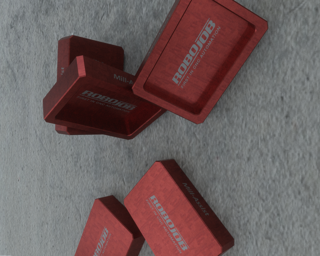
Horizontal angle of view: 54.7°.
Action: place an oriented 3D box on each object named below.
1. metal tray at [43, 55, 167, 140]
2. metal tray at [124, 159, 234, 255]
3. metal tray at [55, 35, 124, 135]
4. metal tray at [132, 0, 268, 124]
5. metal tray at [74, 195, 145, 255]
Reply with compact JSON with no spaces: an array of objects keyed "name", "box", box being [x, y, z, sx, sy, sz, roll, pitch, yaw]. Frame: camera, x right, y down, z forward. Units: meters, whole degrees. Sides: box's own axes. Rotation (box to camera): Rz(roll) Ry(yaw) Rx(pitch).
[{"name":"metal tray","box":[-0.063,-0.030,0.384,0.090,0.131,0.030,-39,52,34]},{"name":"metal tray","box":[0.017,0.115,0.386,0.090,0.030,0.130,-52,60,27]},{"name":"metal tray","box":[-0.097,-0.056,0.439,0.030,0.091,0.129,5,93,43]},{"name":"metal tray","box":[0.038,-0.077,0.331,0.129,0.090,0.030,-58,17,23]},{"name":"metal tray","box":[-0.078,0.179,0.464,0.090,0.030,0.129,34,111,34]}]
